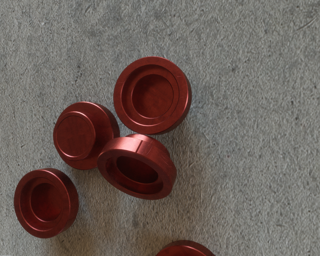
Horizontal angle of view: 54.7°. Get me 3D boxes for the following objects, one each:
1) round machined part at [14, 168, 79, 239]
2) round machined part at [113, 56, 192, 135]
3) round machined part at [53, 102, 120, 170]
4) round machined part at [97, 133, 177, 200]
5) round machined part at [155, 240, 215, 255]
[{"bbox_3d":[-0.161,0.107,0.457,0.098,0.042,0.097,0,90,20],"label":"round machined part"},{"bbox_3d":[-0.006,-0.039,0.400,0.098,0.042,0.097,-1,86,18],"label":"round machined part"},{"bbox_3d":[-0.110,0.011,0.439,0.098,0.042,0.097,0,90,20],"label":"round machined part"},{"bbox_3d":[-0.025,0.045,0.391,0.098,0.042,0.097,14,138,13],"label":"round machined part"},{"bbox_3d":[0.030,0.197,0.389,0.098,0.042,0.097,0,90,20],"label":"round machined part"}]
